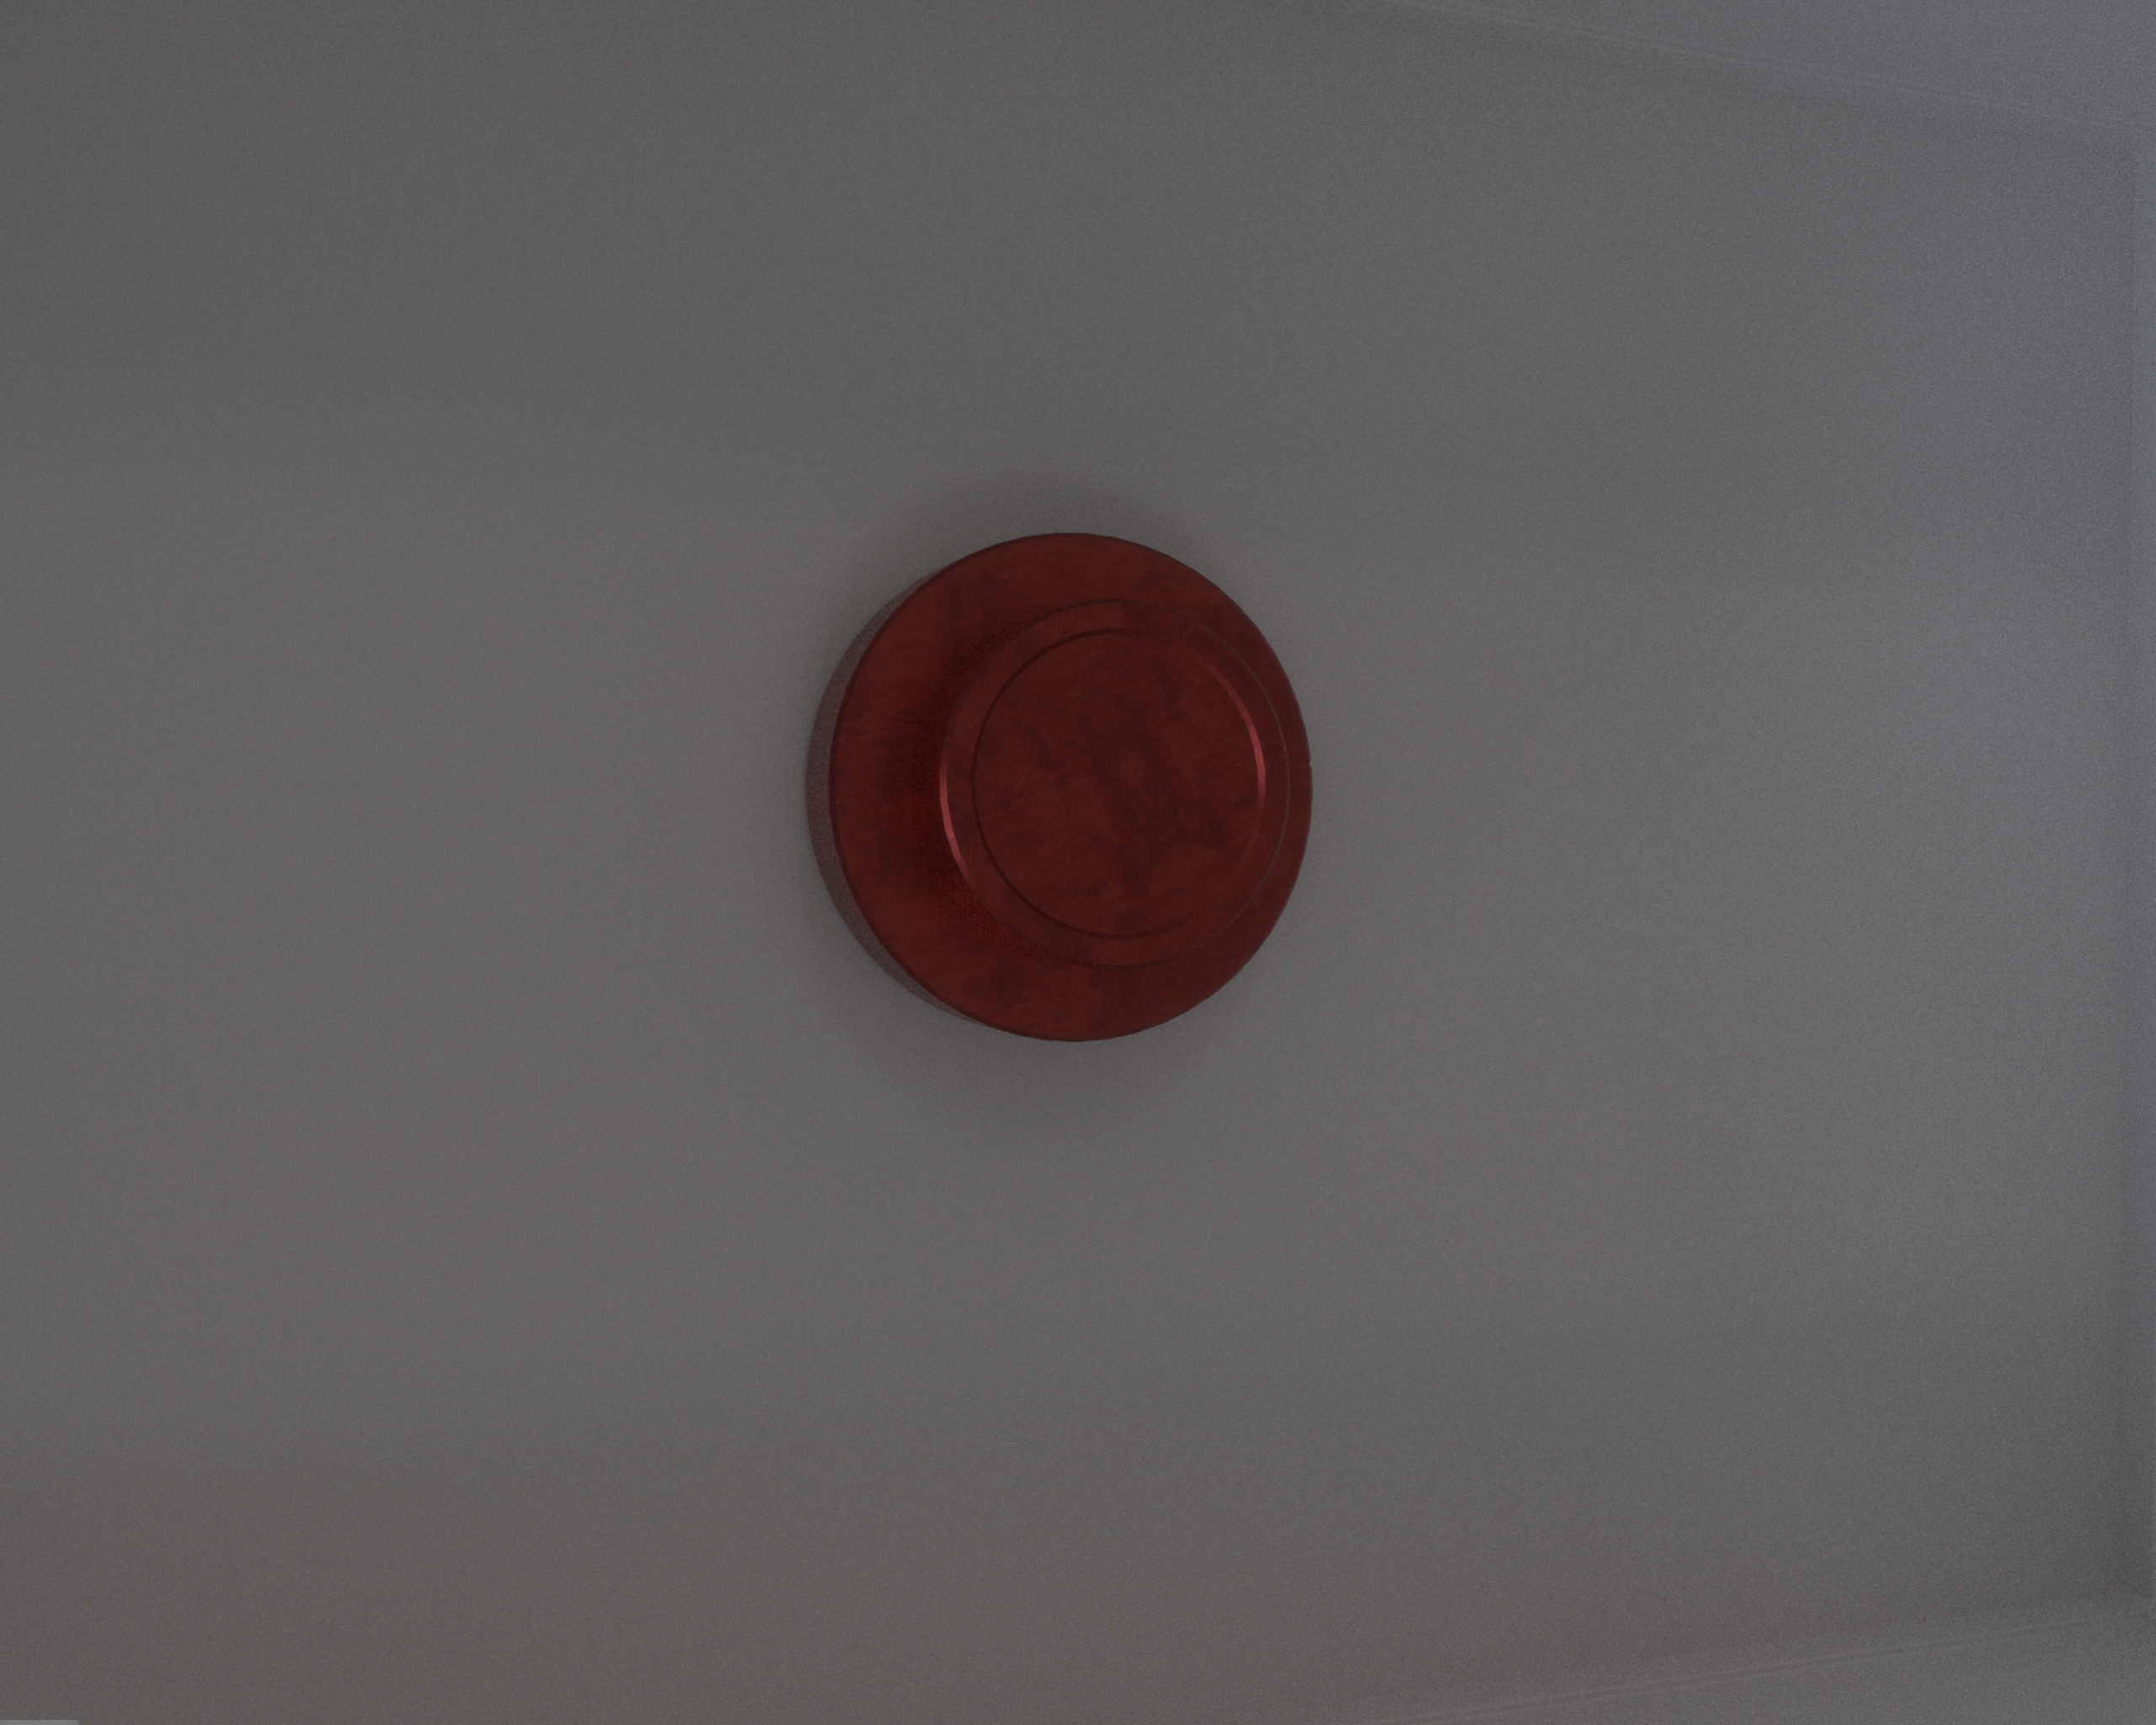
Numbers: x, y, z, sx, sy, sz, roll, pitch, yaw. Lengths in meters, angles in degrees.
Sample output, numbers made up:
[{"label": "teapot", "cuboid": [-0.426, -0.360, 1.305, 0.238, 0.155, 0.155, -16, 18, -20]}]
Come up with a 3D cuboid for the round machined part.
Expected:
[{"label": "round machined part", "cuboid": [0.001, -0.014, 0.398, 0.099, 0.042, 0.097, 0, 90, -20]}]
